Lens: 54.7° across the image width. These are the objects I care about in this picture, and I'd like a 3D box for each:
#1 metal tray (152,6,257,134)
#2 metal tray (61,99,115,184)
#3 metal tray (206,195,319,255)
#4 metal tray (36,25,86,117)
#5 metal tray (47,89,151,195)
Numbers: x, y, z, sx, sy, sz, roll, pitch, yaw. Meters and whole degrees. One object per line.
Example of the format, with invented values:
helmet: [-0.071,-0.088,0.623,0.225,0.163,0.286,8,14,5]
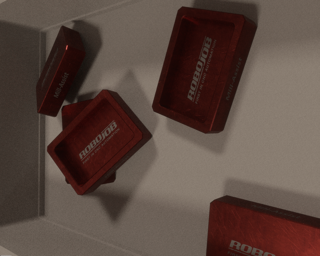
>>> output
metal tray: [0.047,-0.068,0.362,0.090,0.030,0.129,25,106,37]
metal tray: [-0.117,0.024,0.497,0.090,0.030,0.129,-7,85,39]
metal tray: [0.111,0.127,0.311,0.130,0.030,0.089,7,94,39]
metal tray: [-0.171,-0.095,0.521,0.129,0.030,0.090,-56,37,24]
metal tray: [-0.088,0.021,0.439,0.130,0.030,0.090,-43,76,13]
